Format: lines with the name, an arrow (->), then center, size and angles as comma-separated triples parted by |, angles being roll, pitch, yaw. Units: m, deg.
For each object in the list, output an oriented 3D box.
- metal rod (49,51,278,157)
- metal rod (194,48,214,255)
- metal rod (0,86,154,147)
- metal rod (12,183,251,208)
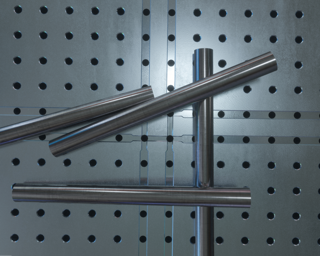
metal rod -> -0.002, -0.027, 0.395 | 0.301, 0.025, 0.025 | -21, 90, 7
metal rod -> 0.059, 0.046, 0.413 | 0.025, 0.025, 0.298 | 0, 90, 0
metal rod -> -0.154, -0.004, 0.412 | 0.301, 0.025, 0.025 | -16, 90, 0
metal rod -> -0.040, 0.086, 0.397 | 0.301, 0.025, 0.025 | 0, 90, 6
